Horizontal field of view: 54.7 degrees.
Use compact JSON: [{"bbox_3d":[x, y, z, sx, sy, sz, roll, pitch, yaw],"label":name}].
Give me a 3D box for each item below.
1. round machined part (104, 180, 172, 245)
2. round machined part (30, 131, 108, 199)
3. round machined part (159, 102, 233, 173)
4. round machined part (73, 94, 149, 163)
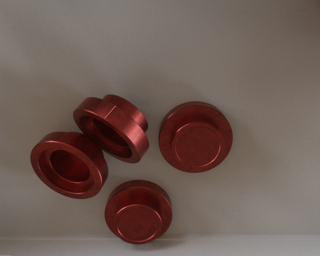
[{"bbox_3d":[-0.031,0.128,0.449,0.099,0.042,0.097,0,110,-1],"label":"round machined part"},{"bbox_3d":[-0.113,0.044,0.405,0.098,0.042,0.097,9,127,12],"label":"round machined part"},{"bbox_3d":[0.048,0.017,0.409,0.099,0.042,0.097,0,110,-1],"label":"round machined part"},{"bbox_3d":[-0.054,-0.003,0.381,0.098,0.098,0.042,43,63,-15],"label":"round machined part"}]
